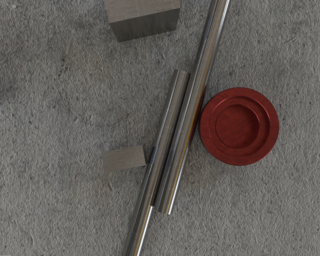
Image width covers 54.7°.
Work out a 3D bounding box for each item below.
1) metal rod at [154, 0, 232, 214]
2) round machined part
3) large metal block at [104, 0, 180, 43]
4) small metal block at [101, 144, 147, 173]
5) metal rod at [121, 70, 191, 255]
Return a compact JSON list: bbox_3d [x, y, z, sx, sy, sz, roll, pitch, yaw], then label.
[{"bbox_3d":[0.044,-0.038,0.396,0.025,0.025,0.298,15,90,-1],"label":"metal rod"},{"bbox_3d":[0.098,-0.002,0.403,0.099,0.042,0.097,0,90,-1],"label":"round machined part"},{"bbox_3d":[-0.023,-0.149,0.382,0.080,0.080,0.050,-13,90,0],"label":"large metal block"},{"bbox_3d":[-0.044,0.038,0.396,0.050,0.050,0.025,-10,88,0],"label":"small metal block"},{"bbox_3d":[-0.010,0.070,0.409,0.025,0.025,0.298,16,90,-1],"label":"metal rod"}]
